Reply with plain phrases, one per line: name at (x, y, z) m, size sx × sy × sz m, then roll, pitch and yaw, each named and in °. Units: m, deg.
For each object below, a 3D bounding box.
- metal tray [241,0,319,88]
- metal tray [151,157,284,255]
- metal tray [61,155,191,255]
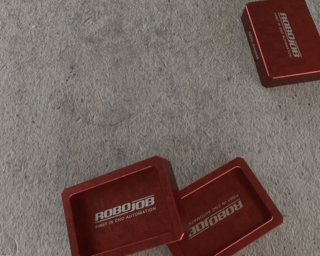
metal tray at (0.181, -0.128, 0.453) m, size 0.091 × 0.030 × 0.130 m, roll -9°, pitch 70°, yaw -4°
metal tray at (0.065, 0.104, 0.367) m, size 0.131 × 0.030 × 0.090 m, roll -28°, pitch 73°, yaw -10°
metal tray at (-0.041, 0.094, 0.347) m, size 0.130 × 0.030 × 0.090 m, roll -21°, pitch 70°, yaw 14°
